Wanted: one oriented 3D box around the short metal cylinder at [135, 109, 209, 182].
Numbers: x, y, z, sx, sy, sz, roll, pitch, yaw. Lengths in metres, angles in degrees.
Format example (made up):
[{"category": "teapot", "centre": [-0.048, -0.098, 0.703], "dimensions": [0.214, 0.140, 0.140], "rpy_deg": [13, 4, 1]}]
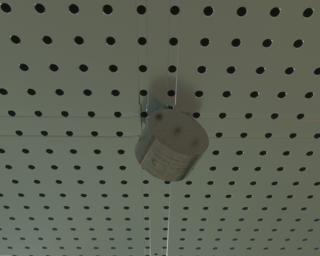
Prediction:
[{"category": "short metal cylinder", "centre": [0.014, 0.021, 0.393], "dimensions": [0.080, 0.080, 0.050], "rpy_deg": [17, 128, -14]}]
